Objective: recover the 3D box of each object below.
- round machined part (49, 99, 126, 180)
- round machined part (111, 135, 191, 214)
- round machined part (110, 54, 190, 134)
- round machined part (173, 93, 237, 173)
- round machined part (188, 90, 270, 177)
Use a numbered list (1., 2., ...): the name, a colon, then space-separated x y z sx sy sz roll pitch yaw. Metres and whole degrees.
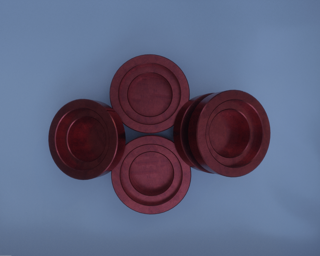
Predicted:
1. round machined part: -0.087 0.014 0.390 0.098 0.042 0.097 0 90 20
2. round machined part: -0.011 0.057 0.400 0.099 0.042 0.097 0 90 0
3. round machined part: -0.013 -0.042 0.400 0.099 0.042 0.097 0 90 0
4. round machined part: 0.061 0.006 0.391 0.099 0.042 0.097 0 89 -22
5. round machined part: 0.076 0.006 0.363 0.099 0.042 0.097 0 90 -22
